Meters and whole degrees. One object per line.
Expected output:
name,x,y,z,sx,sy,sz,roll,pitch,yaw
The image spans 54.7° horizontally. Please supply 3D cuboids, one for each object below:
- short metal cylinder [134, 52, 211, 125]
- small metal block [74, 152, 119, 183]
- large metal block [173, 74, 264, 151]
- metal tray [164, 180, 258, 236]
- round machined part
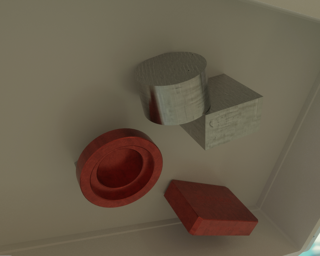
short metal cylinder,0.015,-0.047,0.354,0.081,0.080,0.050,-23,127,-15
small metal block,-0.073,0.052,0.402,0.050,0.025,0.050,-37,130,-4
large metal block,0.072,-0.024,0.399,0.081,0.080,0.050,-18,126,-19
metal tray,0.081,0.127,0.491,0.131,0.090,0.030,14,111,-34
round machined part,-0.050,0.043,0.366,0.099,0.042,0.097,-14,124,-21
